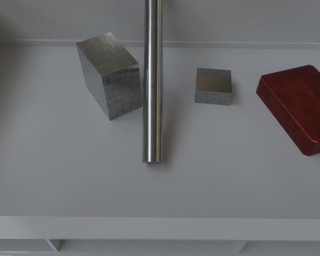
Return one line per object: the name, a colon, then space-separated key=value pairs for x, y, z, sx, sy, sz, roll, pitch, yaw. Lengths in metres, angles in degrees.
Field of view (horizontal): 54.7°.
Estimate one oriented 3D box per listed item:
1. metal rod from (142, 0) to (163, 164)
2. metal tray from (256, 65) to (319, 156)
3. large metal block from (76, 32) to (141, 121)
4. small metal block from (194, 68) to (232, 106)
metal rod: x=-0.009 y=-0.103 z=0.409 sx=0.025 sy=0.025 sz=0.299 roll=0 pitch=76 yaw=0
metal tray: x=0.207 y=-0.030 z=0.430 sx=0.091 sy=0.030 sz=0.130 roll=-14 pitch=52 yaw=-12
large metal block: x=-0.069 y=-0.071 z=0.428 sx=0.050 sy=0.080 sz=0.080 roll=-26 pitch=55 yaw=-20
small metal block: x=0.078 y=-0.062 z=0.458 sx=0.050 sy=0.025 sz=0.050 roll=5 pitch=50 yaw=4
